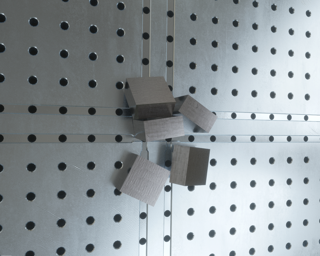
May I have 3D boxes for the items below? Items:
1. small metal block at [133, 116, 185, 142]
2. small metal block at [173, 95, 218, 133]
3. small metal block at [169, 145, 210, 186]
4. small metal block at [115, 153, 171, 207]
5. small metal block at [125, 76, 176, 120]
[{"bbox_3d":[-0.003,-0.001,0.397,0.050,0.050,0.025,-9,97,-20],"label":"small metal block"},{"bbox_3d":[0.040,-0.018,0.414,0.050,0.050,0.025,35,79,-17],"label":"small metal block"},{"bbox_3d":[0.041,0.050,0.416,0.050,0.025,0.050,11,86,-50],"label":"small metal block"},{"bbox_3d":[-0.022,0.067,0.404,0.050,0.025,0.050,30,80,-18],"label":"small metal block"},{"bbox_3d":[-0.014,-0.039,0.393,0.050,0.025,0.050,-6,49,-20],"label":"small metal block"}]
